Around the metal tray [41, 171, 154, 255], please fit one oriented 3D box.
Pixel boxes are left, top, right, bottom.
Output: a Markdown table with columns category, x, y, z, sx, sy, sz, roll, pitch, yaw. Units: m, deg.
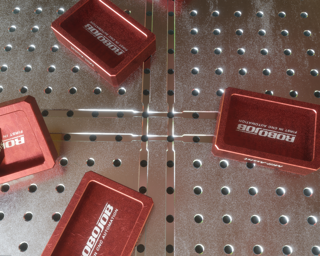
| category | x | y | z | sx | sy | sz | roll | pitch | yaw |
| --- | --- | --- | --- | --- | --- | --- | --- | --- | --- |
| metal tray | -0.073 | 0.127 | 0.362 | 0.090 | 0.030 | 0.130 | 23 | 71 | 8 |

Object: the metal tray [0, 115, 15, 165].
| category | x | y | z | sx | sy | sz | roll | pitch | yaw |
| --- | --- | --- | --- | --- | --- | --- | --- | --- | --- |
| metal tray | -0.239 | 0.031 | 0.375 | 0.090 | 0.030 | 0.130 | 5 | 59 | 13 |

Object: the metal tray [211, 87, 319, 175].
| category | x | y | z | sx | sy | sz | roll | pitch | yaw |
| --- | --- | --- | --- | --- | --- | --- | --- | --- | --- |
| metal tray | 0.141 | 0.003 | 0.408 | 0.131 | 0.030 | 0.090 | 12 | 70 | 4 |

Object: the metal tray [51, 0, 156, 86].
| category | x | y | z | sx | sy | sz | roll | pitch | yaw |
| --- | --- | --- | --- | --- | --- | --- | --- | --- | --- |
| metal tray | -0.082 | -0.134 | 0.457 | 0.130 | 0.030 | 0.090 | 40 | 75 | 13 |

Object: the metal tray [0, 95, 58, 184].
| category | x | y | z | sx | sy | sz | roll | pitch | yaw |
| --- | --- | --- | --- | --- | --- | --- | --- | --- | --- |
| metal tray | -0.203 | 0.022 | 0.373 | 0.131 | 0.030 | 0.090 | -17 | 111 | -6 |
